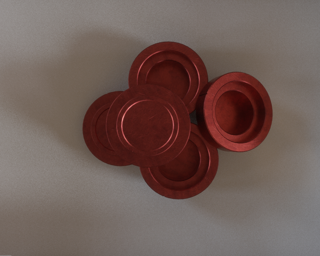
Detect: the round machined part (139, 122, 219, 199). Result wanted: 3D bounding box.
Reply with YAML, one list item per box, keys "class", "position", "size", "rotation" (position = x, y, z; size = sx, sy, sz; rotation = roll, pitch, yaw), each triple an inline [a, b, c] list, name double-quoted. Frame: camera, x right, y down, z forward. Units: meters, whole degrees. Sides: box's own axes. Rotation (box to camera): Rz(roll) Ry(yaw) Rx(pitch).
- class: "round machined part"
  position: [0.023, 0.039, 0.401]
  size: [0.099, 0.042, 0.097]
  rotation: [0, 90, -1]

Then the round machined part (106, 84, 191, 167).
- class: "round machined part"
  position: [-0.013, -0.003, 0.358]
  size: [0.099, 0.042, 0.097]
  rotation: [0, 90, -1]

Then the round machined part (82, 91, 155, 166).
- class: "round machined part"
  position: [-0.051, 0.001, 0.399]
  size: [0.099, 0.042, 0.097]
  rotation: [0, 90, -1]

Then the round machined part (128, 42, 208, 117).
- class: "round machined part"
  position: [0.010, -0.058, 0.402]
  size: [0.099, 0.042, 0.097]
  rotation: [0, 90, -1]

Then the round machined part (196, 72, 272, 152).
- class: "round machined part"
  position: [0.089, -0.019, 0.392]
  size: [0.099, 0.042, 0.097]
  rotation: [1, 87, -21]
